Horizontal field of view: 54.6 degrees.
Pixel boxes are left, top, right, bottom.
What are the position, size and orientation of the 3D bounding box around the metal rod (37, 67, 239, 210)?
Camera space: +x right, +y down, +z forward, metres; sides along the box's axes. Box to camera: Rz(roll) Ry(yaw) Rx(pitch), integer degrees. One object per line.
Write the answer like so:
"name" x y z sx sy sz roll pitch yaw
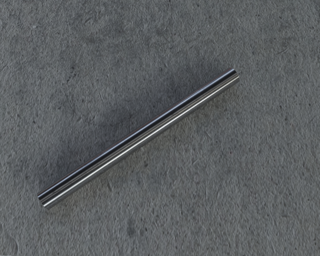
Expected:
"metal rod" -0.019 0.007 0.407 0.301 0.025 0.025 -34 74 -12
